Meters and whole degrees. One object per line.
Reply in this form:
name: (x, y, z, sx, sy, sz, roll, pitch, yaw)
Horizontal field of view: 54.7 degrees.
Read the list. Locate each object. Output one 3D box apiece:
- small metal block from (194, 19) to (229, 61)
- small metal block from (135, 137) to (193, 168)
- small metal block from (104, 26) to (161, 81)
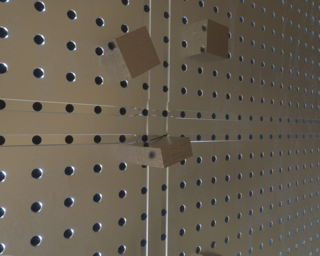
small metal block: (0.080, -0.134, 0.478, 0.050, 0.025, 0.050, 4, 87, -40)
small metal block: (0.005, 0.030, 0.400, 0.050, 0.050, 0.025, -18, 102, -39)
small metal block: (-0.033, -0.092, 0.383, 0.050, 0.025, 0.050, -36, 113, -34)
